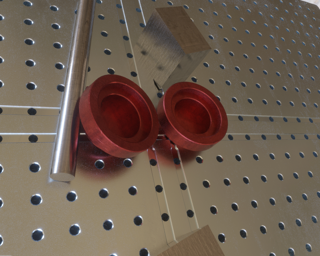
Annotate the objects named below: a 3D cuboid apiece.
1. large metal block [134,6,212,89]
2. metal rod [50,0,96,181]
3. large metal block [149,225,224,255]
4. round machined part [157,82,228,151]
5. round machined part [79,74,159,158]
[{"bbox_3d":[0.016,-0.116,0.452,0.050,0.080,0.080,-21,73,-36],"label":"large metal block"},{"bbox_3d":[-0.105,-0.078,0.398,0.025,0.025,0.299,12,57,-22],"label":"metal rod"},{"bbox_3d":[0.027,0.157,0.311,0.081,0.050,0.080,-17,71,-35],"label":"large metal block"},{"bbox_3d":[0.041,-0.012,0.426,0.099,0.042,0.098,14,56,-21],"label":"round machined part"},{"bbox_3d":[-0.051,-0.010,0.364,0.098,0.042,0.098,26,50,-34],"label":"round machined part"}]
